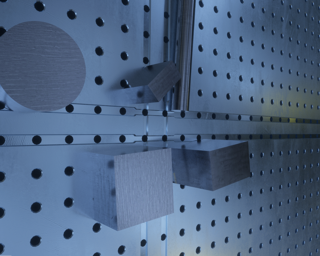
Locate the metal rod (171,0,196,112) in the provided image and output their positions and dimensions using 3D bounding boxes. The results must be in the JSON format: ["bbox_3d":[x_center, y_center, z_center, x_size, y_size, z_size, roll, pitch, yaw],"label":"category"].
[{"bbox_3d":[0.038,-0.172,0.442,0.025,0.025,0.298,6,86,-40],"label":"metal rod"}]

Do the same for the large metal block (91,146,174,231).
[{"bbox_3d":[-0.032,0.066,0.368,0.081,0.050,0.079,-5,93,-40],"label":"large metal block"}]

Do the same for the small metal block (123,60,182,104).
[{"bbox_3d":[-0.010,-0.056,0.387,0.050,0.050,0.025,-50,120,-29],"label":"small metal block"}]

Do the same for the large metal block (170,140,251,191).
[{"bbox_3d":[0.067,0.047,0.432,0.081,0.080,0.050,-9,96,-40],"label":"large metal block"}]

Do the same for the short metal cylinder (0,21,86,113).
[{"bbox_3d":[-0.119,-0.055,0.294,0.081,0.050,0.079,0,90,-40],"label":"short metal cylinder"}]
